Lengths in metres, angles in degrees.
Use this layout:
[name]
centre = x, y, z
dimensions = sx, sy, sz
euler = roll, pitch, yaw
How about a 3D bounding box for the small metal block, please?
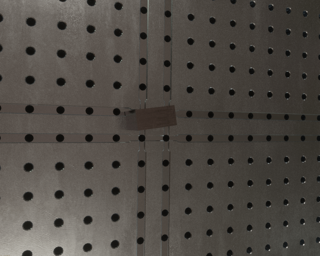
[small metal block]
centre = -0.013, -0.013, 0.396
dimensions = 0.050, 0.050, 0.025
euler = -8, 93, -20
